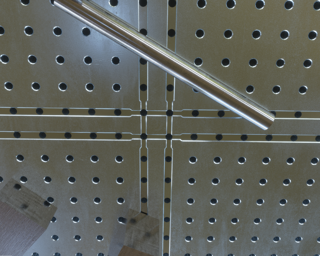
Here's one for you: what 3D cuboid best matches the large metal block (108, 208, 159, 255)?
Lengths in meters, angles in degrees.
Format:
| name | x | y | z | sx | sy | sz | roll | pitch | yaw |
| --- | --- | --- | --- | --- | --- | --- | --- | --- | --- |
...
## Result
| name | x | y | z | sx | sy | sz | roll | pitch | yaw |
| --- | --- | --- | --- | --- | --- | --- | --- | --- | --- |
| large metal block | -0.041 | 0.180 | 0.450 | 0.050 | 0.080 | 0.080 | 24 | 108 | -9 |

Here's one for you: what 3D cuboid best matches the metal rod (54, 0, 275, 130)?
| name | x | y | z | sx | sy | sz | roll | pitch | yaw |
| --- | --- | --- | --- | --- | --- | --- | --- | --- | --- |
| metal rod | 0.014 | -0.080 | 0.383 | 0.301 | 0.025 | 0.025 | 29 | 107 | -11 |

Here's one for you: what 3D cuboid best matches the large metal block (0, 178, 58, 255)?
| name | x | y | z | sx | sy | sz | roll | pitch | yaw |
| --- | --- | --- | --- | --- | --- | --- | --- | --- | --- |
| large metal block | -0.212 | 0.134 | 0.447 | 0.080 | 0.050 | 0.080 | 39 | 105 | -13 |
